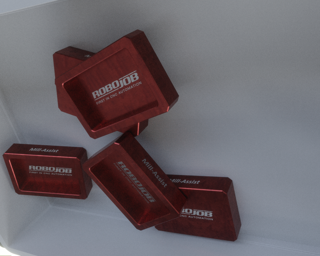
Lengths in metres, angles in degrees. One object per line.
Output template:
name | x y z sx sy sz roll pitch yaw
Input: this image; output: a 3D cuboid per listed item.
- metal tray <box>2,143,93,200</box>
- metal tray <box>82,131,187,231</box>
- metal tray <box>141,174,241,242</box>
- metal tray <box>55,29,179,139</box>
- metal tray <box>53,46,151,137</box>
metal tray | -0.187 0.074 0.526 0.131 0.030 0.089 3 121 7
metal tray | -0.036 0.078 0.433 0.090 0.030 0.130 -33 100 38
metal tray | 0.045 0.114 0.452 0.130 0.030 0.089 -2 118 29
metal tray | -0.054 -0.045 0.366 0.130 0.030 0.090 -19 108 35
metal tray | -0.078 -0.049 0.416 0.130 0.030 0.089 18 126 17
